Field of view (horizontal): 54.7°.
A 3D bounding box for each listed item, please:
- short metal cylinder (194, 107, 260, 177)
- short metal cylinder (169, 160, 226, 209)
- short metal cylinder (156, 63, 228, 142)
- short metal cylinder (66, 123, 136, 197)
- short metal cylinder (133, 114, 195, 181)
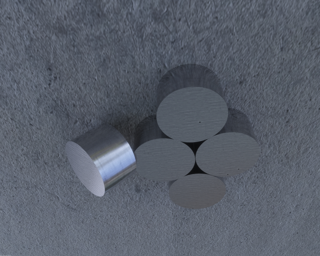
[{"bbox_3d":[0.085,0.019,0.409,0.081,0.050,0.079,0,130,0],"label":"short metal cylinder"},{"bbox_3d":[0.053,0.075,0.456,0.081,0.050,0.079,0,130,0],"label":"short metal cylinder"},{"bbox_3d":[0.036,-0.029,0.368,0.081,0.050,0.079,0,130,0],"label":"short metal cylinder"},{"bbox_3d":[-0.076,0.040,0.399,0.080,0.050,0.079,31,138,33],"label":"short metal cylinder"},{"bbox_3d":[0.005,0.026,0.415,0.081,0.050,0.079,0,130,0],"label":"short metal cylinder"}]
